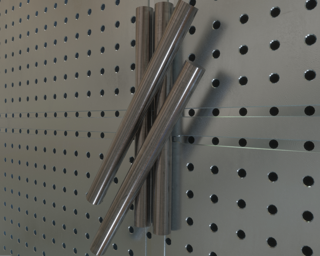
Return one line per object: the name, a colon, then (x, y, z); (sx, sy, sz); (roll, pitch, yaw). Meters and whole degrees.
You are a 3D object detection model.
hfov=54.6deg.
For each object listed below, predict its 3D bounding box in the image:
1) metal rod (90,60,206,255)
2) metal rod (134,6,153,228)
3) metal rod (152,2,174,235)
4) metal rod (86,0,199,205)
metal rod: (-0.025, 0.053, 0.399); (0.025, 0.025, 0.298); (42, 115, 32)
metal rod: (-0.023, -0.015, 0.430); (0.025, 0.025, 0.298); (1, 91, 40)
metal rod: (0.004, -0.012, 0.408); (0.025, 0.025, 0.298); (1, 91, 40)
metal rod: (-0.032, -0.018, 0.405); (0.025, 0.025, 0.298); (42, 115, 32)
